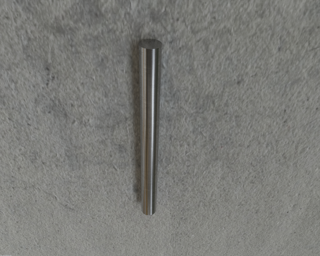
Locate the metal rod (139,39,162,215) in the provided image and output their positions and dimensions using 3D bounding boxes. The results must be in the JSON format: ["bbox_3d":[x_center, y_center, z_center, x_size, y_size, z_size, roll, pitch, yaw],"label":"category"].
[{"bbox_3d":[-0.014,0.024,0.427,0.025,0.025,0.298,1,130,-1],"label":"metal rod"}]
